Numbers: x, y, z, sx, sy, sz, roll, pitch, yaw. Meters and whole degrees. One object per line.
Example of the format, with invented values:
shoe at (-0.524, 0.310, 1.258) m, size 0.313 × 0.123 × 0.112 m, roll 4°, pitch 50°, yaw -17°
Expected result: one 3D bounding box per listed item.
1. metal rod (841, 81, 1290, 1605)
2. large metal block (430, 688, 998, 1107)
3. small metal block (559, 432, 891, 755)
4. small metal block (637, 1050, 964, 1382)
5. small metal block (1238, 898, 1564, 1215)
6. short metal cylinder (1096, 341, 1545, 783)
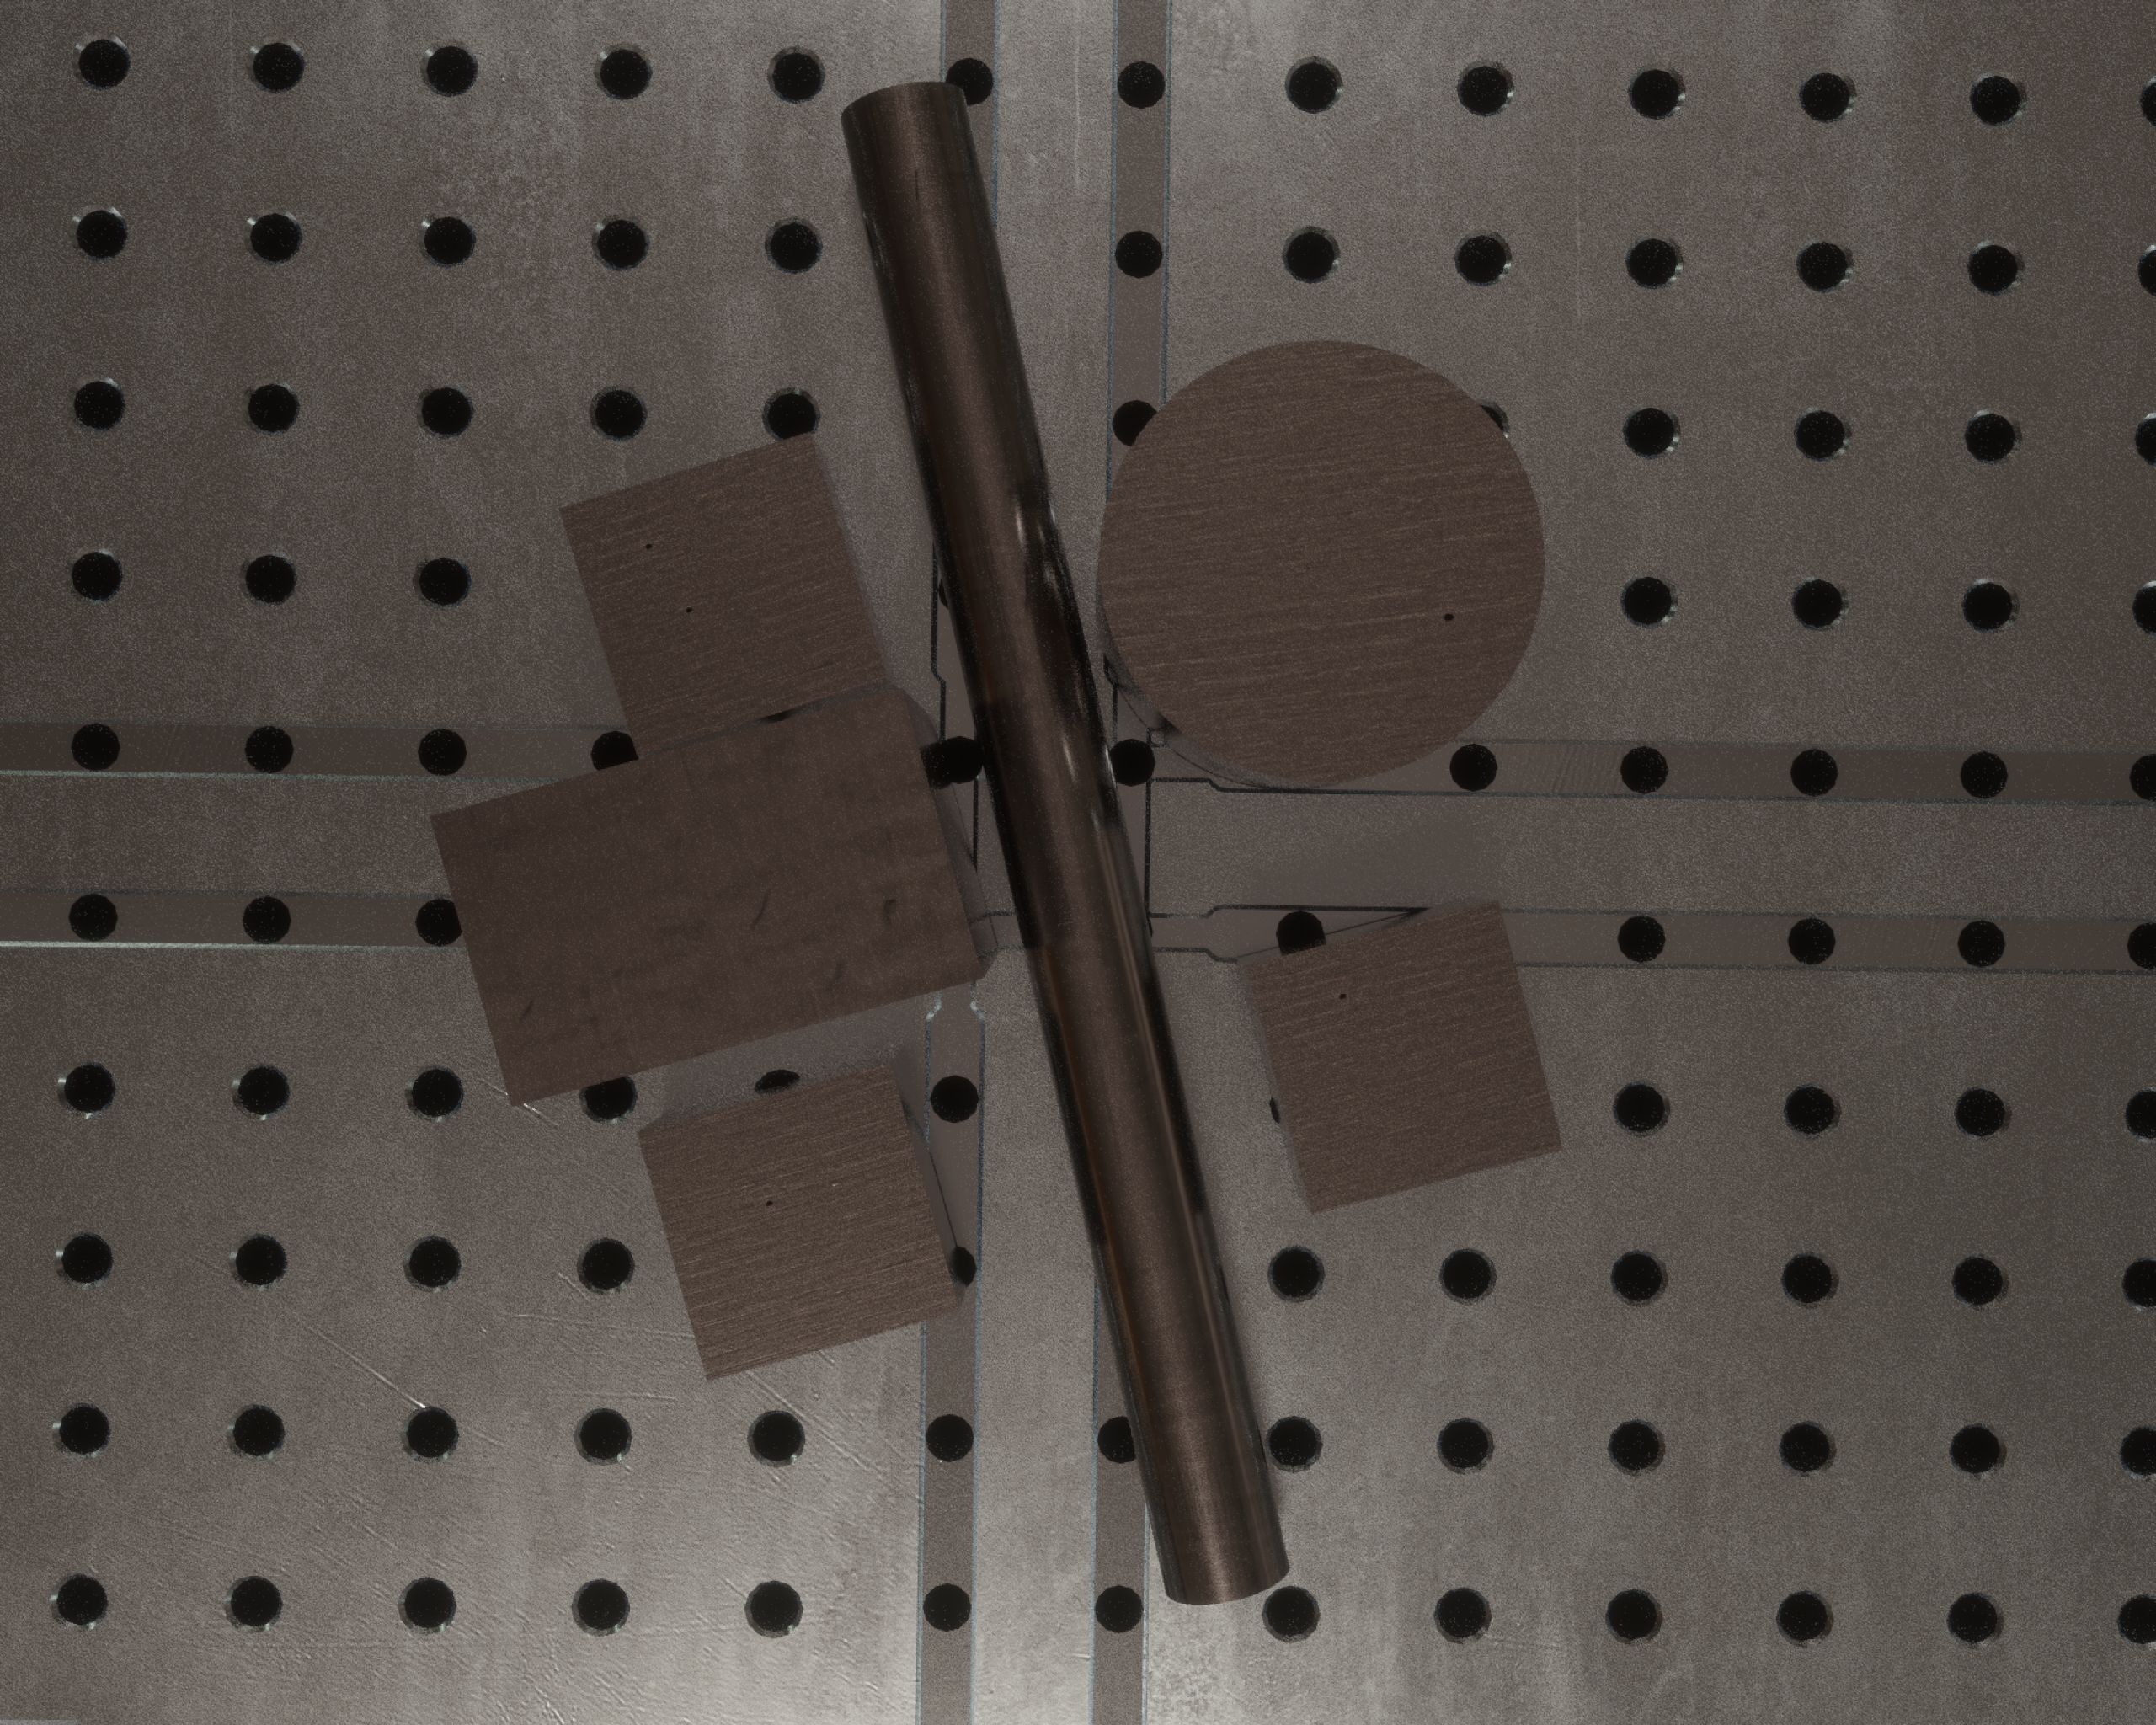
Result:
metal rod at (-0.002, -0.004, 0.413) m, size 0.025 × 0.025 × 0.298 m, roll -12°, pitch 90°, yaw 0°
large metal block at (-0.061, 0.005, 0.384) m, size 0.080 × 0.080 × 0.050 m, roll -15°, pitch 90°, yaw 0°
small metal block at (-0.068, -0.052, 0.412) m, size 0.050 × 0.025 × 0.050 m, roll -17°, pitch 90°, yaw -1°
small metal block at (-0.054, 0.069, 0.413) m, size 0.050 × 0.025 × 0.050 m, roll -16°, pitch 90°, yaw -1°
small metal block at (0.063, 0.037, 0.414) m, size 0.050 × 0.025 × 0.050 m, roll -15°, pitch 90°, yaw -1°
short metal cylinder at (0.044, -0.055, 0.401) m, size 0.081 × 0.050 × 0.079 m, roll 0°, pitch 90°, yaw -1°
